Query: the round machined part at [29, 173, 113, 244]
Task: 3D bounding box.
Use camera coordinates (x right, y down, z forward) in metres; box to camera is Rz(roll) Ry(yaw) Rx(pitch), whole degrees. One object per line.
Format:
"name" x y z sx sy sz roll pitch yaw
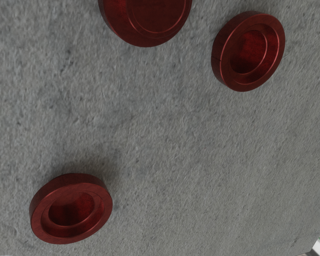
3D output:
"round machined part" -0.114 0.097 0.395 0.099 0.042 0.097 -14 125 -21

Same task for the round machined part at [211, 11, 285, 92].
"round machined part" 0.106 -0.099 0.395 0.099 0.042 0.097 -14 125 -21

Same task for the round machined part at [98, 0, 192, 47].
"round machined part" -0.009 -0.129 0.312 0.099 0.042 0.097 -14 125 -21
